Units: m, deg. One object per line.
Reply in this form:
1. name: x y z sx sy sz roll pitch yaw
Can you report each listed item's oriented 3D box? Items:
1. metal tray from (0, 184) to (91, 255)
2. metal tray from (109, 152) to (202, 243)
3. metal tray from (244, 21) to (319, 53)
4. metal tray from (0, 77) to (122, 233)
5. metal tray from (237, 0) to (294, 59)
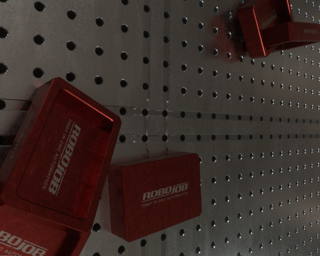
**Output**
1. metal tray: -0.141 0.109 0.289 0.130 0.030 0.090 41 65 -33
2. metal tray: -0.001 0.084 0.407 0.131 0.030 0.089 -5 94 -40
3. metal tray: 0.225 -0.162 0.557 0.131 0.090 0.030 -13 97 -39
4. metal tray: -0.094 0.027 0.305 0.090 0.030 0.130 36 52 -36
5. metal tray: 0.193 -0.192 0.552 0.131 0.030 0.090 -42 120 -33
